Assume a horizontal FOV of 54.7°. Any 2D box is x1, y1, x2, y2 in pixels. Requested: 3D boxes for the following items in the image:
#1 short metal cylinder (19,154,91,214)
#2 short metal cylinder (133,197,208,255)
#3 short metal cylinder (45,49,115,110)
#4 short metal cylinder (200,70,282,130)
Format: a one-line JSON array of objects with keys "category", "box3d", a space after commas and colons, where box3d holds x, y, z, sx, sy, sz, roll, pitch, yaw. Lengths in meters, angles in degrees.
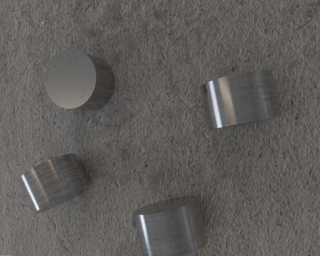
[{"category": "short metal cylinder", "box3d": [-0.144, 0.077, 0.431, 0.080, 0.080, 0.050, -32, 80, 17]}, {"category": "short metal cylinder", "box3d": [0.013, 0.118, 0.375, 0.080, 0.080, 0.050, -14, 85, 19]}, {"category": "short metal cylinder", "box3d": [-0.111, -0.065, 0.435, 0.080, 0.050, 0.080, 0, 90, 20]}, {"category": "short metal cylinder", "box3d": [0.090, -0.029, 0.348, 0.080, 0.080, 0.050, -12, 86, 19]}]
